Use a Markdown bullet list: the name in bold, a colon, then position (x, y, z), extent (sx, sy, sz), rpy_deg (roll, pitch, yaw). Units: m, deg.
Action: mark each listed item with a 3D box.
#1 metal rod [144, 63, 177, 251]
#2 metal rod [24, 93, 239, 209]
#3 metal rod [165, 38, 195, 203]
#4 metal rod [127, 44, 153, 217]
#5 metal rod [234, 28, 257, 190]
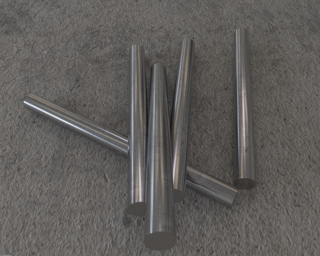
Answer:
- **metal rod**: position (-0.001, -0.001, 0.357), extent (0.025, 0.025, 0.300), rpy_deg (0, 36, 0)
- **metal rod**: position (-0.049, 0.020, 0.385), extent (0.301, 0.025, 0.025), rpy_deg (24, 54, 18)
- **metal rod**: position (0.029, -0.036, 0.413), extent (0.025, 0.025, 0.300), rpy_deg (5, 44, 4)
- **metal rod**: position (-0.028, -0.025, 0.399), extent (0.025, 0.025, 0.300), rpy_deg (-3, 43, -3)
- **metal rod**: position (0.119, -0.050, 0.445), extent (0.025, 0.025, 0.300), rpy_deg (7, 50, 5)
